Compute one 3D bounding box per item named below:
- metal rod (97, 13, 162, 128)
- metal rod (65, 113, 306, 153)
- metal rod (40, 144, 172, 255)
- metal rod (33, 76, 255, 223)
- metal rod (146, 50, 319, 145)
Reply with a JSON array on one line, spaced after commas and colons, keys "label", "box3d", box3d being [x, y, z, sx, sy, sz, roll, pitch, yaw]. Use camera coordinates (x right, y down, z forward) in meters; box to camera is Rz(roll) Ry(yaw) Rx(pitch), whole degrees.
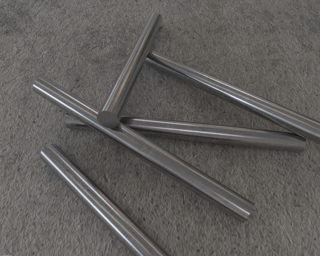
[{"label": "metal rod", "box3d": [-0.033, -0.105, 0.460, 0.025, 0.025, 0.300, 8, 41, 6]}, {"label": "metal rod", "box3d": [0.028, 0.003, 0.400, 0.302, 0.025, 0.025, 6, 50, 4]}, {"label": "metal rod", "box3d": [-0.026, 0.109, 0.310, 0.300, 0.025, 0.025, 36, 59, 26]}, {"label": "metal rod", "box3d": [-0.031, 0.017, 0.367, 0.301, 0.025, 0.025, 30, 56, 15]}, {"label": "metal rod", "box3d": [0.098, -0.047, 0.423, 0.300, 0.025, 0.025, 31, 56, 30]}]
